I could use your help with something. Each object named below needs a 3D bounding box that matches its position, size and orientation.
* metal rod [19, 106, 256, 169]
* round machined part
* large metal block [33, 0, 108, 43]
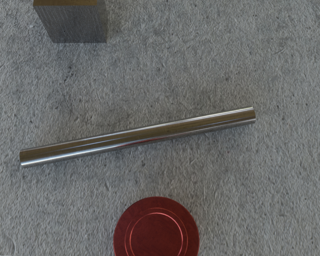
[{"bbox_3d":[-0.024,0.011,0.403,0.302,0.025,0.025,-11,71,-5],"label":"metal rod"},{"bbox_3d":[-0.004,0.127,0.353,0.099,0.042,0.098,0,70,-1],"label":"round machined part"},{"bbox_3d":[-0.121,-0.165,0.438,0.081,0.080,0.050,-1,70,-1],"label":"large metal block"}]
